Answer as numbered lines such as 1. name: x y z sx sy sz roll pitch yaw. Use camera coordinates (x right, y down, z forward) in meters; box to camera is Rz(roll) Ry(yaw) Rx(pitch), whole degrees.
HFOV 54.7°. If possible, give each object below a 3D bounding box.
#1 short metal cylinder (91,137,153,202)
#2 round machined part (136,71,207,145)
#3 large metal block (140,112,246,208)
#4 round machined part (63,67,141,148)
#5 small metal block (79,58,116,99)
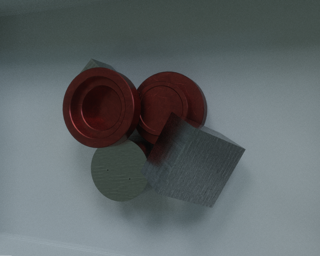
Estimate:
1. short metal cylinder: -0.043 0.052 0.409 0.080 0.050 0.079 0 90 19
2. round machined part: 0.008 -0.024 0.394 0.098 0.042 0.097 0 90 19
3. large metal block: 0.037 0.038 0.359 0.080 0.080 0.050 -63 32 9
4. round machined part: -0.069 -0.025 0.392 0.098 0.042 0.097 0 90 19
5. small metal block: -0.087 -0.063 0.424 0.025 0.050 0.050 46 104 14
